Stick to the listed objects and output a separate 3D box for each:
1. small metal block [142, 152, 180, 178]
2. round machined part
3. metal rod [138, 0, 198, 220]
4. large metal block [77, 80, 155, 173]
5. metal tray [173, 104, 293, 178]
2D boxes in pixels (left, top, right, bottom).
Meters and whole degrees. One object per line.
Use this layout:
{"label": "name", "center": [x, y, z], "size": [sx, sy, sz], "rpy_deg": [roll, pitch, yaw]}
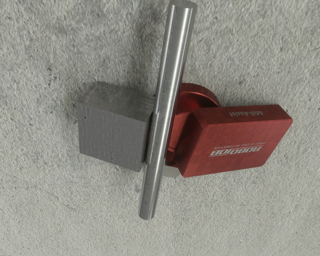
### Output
{"label": "small metal block", "center": [0.006, 0.049, 0.437], "size": [0.050, 0.025, 0.050], "rpy_deg": [12, 155, -10]}
{"label": "round machined part", "center": [0.031, -0.005, 0.393], "size": [0.099, 0.042, 0.097], "rpy_deg": [0, 130, 0]}
{"label": "metal rod", "center": [0.000, 0.008, 0.360], "size": [0.025, 0.025, 0.298], "rpy_deg": [6, 128, -5]}
{"label": "large metal block", "center": [-0.050, -0.002, 0.376], "size": [0.080, 0.050, 0.079], "rpy_deg": [17, 130, 9]}
{"label": "metal tray", "center": [0.091, 0.016, 0.391], "size": [0.131, 0.030, 0.089], "rpy_deg": [-4, 134, -24]}
